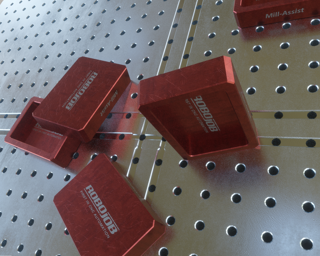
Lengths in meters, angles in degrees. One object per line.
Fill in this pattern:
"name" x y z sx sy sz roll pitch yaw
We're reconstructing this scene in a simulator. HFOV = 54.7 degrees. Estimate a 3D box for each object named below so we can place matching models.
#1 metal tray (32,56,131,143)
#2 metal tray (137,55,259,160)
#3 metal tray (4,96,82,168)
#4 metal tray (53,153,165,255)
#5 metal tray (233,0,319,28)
"metal tray" -0.114 -0.048 0.465 0.090 0.030 0.130 16 58 21
"metal tray" 0.045 -0.012 0.324 0.090 0.130 0.030 -14 57 20
"metal tray" -0.179 0.003 0.494 0.130 0.030 0.090 14 69 33
"metal tray" -0.066 0.103 0.375 0.090 0.030 0.130 -44 51 -3
"metal tray" 0.174 -0.192 0.430 0.130 0.030 0.090 -1 61 27
